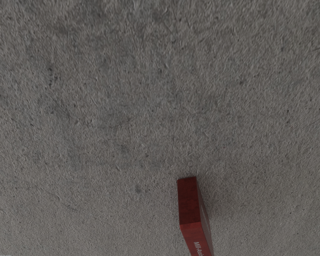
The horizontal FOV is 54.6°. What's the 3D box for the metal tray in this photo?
[{"bbox_3d":[0.058,0.152,0.493,0.030,0.090,0.130,-12,129,10],"label":"metal tray"}]
